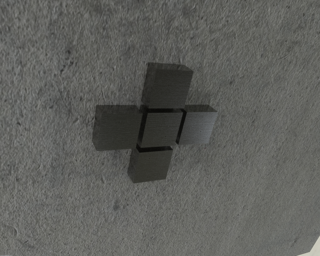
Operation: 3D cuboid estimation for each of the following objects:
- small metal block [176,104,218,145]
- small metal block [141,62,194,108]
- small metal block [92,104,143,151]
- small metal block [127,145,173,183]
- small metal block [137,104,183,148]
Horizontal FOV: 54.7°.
[{"bbox_3d":[0.047,-0.005,0.433,0.050,0.025,0.050,-2,119,-28],"label":"small metal block"},{"bbox_3d":[0.008,-0.052,0.382,0.050,0.025,0.050,-2,119,-28],"label":"small metal block"},{"bbox_3d":[-0.053,-0.001,0.380,0.050,0.025,0.050,-2,119,-28],"label":"small metal block"},{"bbox_3d":[-0.014,0.047,0.431,0.050,0.025,0.050,-2,120,-28],"label":"small metal block"},{"bbox_3d":[-0.003,-0.003,0.407,0.050,0.025,0.050,-2,119,-28],"label":"small metal block"}]
